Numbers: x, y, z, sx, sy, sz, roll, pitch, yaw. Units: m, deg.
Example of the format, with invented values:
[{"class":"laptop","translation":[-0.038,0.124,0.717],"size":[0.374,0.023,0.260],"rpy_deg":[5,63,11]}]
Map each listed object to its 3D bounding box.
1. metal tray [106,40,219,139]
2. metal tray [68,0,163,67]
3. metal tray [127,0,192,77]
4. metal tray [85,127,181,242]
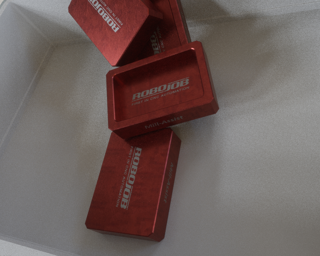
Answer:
[{"class":"metal tray","translation":[-0.001,-0.046,0.384],"size":[0.130,0.030,0.090],"rpy_deg":[-15,62,16]},{"class":"metal tray","translation":[-0.065,-0.157,0.421],"size":[0.130,0.030,0.090],"rpy_deg":[51,121,20]},{"class":"metal tray","translation":[-0.006,-0.123,0.433],"size":[0.090,0.030,0.129],"rpy_deg":[-15,93,19]},{"class":"metal tray","translation":[-0.030,0.064,0.378],"size":[0.090,0.030,0.130],"rpy_deg":[-2,61,26]}]
